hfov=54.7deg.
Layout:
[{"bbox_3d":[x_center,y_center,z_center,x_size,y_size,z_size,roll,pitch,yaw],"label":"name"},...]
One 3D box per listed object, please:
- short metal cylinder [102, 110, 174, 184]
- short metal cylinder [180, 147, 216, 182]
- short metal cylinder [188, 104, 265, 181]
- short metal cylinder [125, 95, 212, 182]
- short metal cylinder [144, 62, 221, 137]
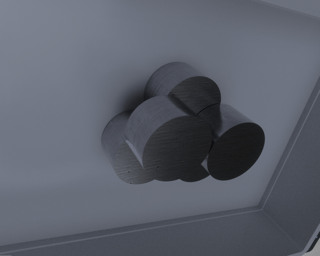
[{"bbox_3d":[-0.027,0.024,0.390,0.081,0.050,0.079,-14,124,-21],"label":"short metal cylinder"},{"bbox_3d":[0.044,0.028,0.431,0.081,0.050,0.079,-14,124,-21],"label":"short metal cylinder"},{"bbox_3d":[0.079,0.017,0.378,0.081,0.050,0.079,-14,124,-21],"label":"short metal cylinder"},{"bbox_3d":[0.009,0.011,0.337,0.081,0.050,0.079,-14,124,-21],"label":"short metal cylinder"},{"bbox_3d":[0.027,-0.035,0.384,0.081,0.050,0.079,-14,124,-21],"label":"short metal cylinder"}]
